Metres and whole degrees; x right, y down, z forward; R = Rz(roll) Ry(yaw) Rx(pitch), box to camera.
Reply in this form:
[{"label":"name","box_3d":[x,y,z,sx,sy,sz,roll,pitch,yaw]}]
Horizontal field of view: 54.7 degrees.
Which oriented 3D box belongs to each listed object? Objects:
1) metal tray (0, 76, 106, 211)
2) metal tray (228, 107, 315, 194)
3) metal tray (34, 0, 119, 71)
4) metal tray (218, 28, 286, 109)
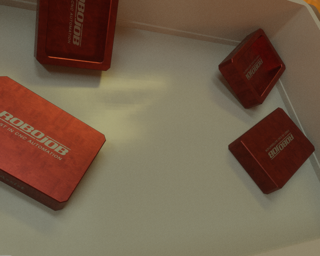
[{"label":"metal tray","box_3d":[-0.135,0.014,0.322,0.130,0.030,0.090,32,51,-8]},{"label":"metal tray","box_3d":[0.177,0.031,0.481,0.131,0.030,0.090,-30,78,-38]},{"label":"metal tray","box_3d":[-0.101,-0.141,0.379,0.091,0.129,0.030,1,18,-28]},{"label":"metal tray","box_3d":[0.164,-0.105,0.537,0.090,0.030,0.131,53,53,-12]}]
